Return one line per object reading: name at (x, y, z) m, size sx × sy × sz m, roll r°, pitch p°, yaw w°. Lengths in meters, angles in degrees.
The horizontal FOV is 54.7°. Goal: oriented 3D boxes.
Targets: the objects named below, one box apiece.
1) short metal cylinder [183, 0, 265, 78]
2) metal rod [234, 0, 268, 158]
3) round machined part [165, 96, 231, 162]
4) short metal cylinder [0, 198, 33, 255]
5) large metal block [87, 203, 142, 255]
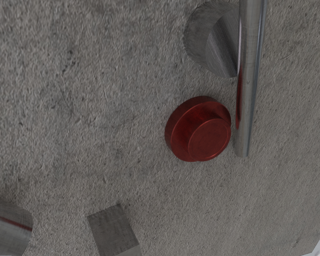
short metal cylinder at (0.075, -0.106, 0.366) m, size 0.081 × 0.050 × 0.079 m, roll -14°, pitch 124°, yaw -21°
metal rod at (0.107, -0.044, 0.382) m, size 0.025 × 0.025 × 0.299 m, roll -31°, pitch 146°, yaw -8°
round machined part at (0.059, 0.008, 0.433) m, size 0.099 × 0.042 × 0.097 m, roll -14°, pitch 124°, yaw -21°
short metal cylinder at (-0.189, 0.119, 0.342) m, size 0.080 × 0.080 × 0.050 m, roll -44°, pitch 129°, yaw 2°
large metal block at (-0.062, 0.171, 0.444) m, size 0.050 × 0.080 × 0.079 m, roll -19°, pitch 126°, yaw -17°
